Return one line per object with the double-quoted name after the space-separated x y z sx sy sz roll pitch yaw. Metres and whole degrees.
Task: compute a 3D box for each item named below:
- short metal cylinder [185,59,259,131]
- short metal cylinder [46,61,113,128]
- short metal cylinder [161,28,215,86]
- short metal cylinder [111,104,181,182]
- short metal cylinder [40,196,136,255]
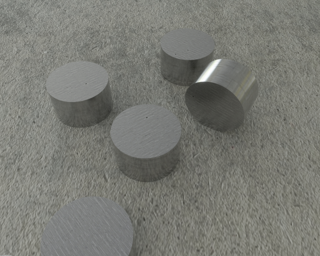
0.080 -0.042 0.403 0.080 0.080 0.050 25 54 19 "short metal cylinder"
-0.108 -0.047 0.425 0.080 0.050 0.080 0 50 0 "short metal cylinder"
0.041 -0.110 0.480 0.080 0.050 0.080 0 50 0 "short metal cylinder"
-0.016 0.017 0.372 0.080 0.050 0.080 0 50 0 "short metal cylinder"
-0.064 0.112 0.292 0.080 0.050 0.080 0 50 0 "short metal cylinder"
